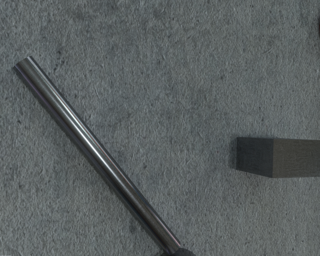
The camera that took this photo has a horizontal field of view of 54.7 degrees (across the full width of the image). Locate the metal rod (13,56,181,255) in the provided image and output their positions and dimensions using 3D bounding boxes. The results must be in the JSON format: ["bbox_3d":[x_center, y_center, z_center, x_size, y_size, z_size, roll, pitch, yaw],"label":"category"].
[{"bbox_3d":[-0.069,0.043,0.384,0.025,0.025,0.299,-40,103,-16],"label":"metal rod"}]

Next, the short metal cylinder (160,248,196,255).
[{"bbox_3d":[0.030,0.208,0.409,0.081,0.050,0.079,0,90,-21],"label":"short metal cylinder"}]

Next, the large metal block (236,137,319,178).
[{"bbox_3d":[0.167,0.040,0.443,0.081,0.080,0.050,2,90,-20],"label":"large metal block"}]
